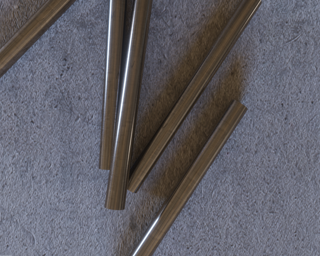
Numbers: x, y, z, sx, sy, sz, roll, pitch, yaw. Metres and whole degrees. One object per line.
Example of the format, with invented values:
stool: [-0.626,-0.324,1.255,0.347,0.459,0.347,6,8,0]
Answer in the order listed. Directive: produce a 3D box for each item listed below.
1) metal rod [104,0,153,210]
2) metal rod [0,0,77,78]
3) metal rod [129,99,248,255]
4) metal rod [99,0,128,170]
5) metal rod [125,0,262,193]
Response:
metal rod: [-0.038,-0.048,0.397,0.025,0.025,0.298,7,85,0]
metal rod: [-0.186,-0.110,0.408,0.025,0.025,0.300,44,90,0]
metal rod: [0.023,0.094,0.409,0.025,0.025,0.299,33,90,0]
metal rod: [-0.060,-0.095,0.409,0.025,0.025,0.298,3,90,0]
metal rod: [0.041,-0.046,0.410,0.025,0.025,0.299,33,90,0]
